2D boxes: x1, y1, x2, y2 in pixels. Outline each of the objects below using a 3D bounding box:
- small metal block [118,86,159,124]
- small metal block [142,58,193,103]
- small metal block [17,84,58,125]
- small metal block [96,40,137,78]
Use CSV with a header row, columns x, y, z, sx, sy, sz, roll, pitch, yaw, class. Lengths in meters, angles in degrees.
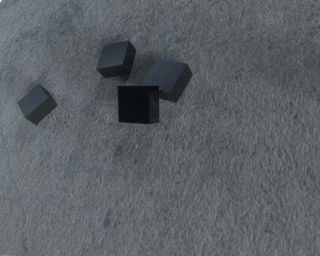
x,y,z,sx,sy,sz,roll,pitch,yaw,class
-0.029,-0.032,0.422,0.050,0.025,0.050,4,99,29,small metal block
0.010,-0.068,0.439,0.050,0.025,0.050,20,72,35,small metal block
-0.213,-0.041,0.539,0.050,0.025,0.050,-43,51,-2,small metal block
-0.071,-0.112,0.508,0.050,0.025,0.050,-4,60,26,small metal block
